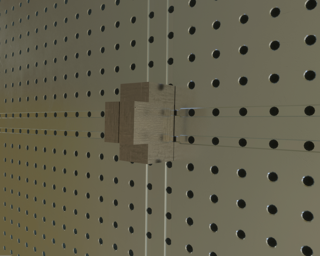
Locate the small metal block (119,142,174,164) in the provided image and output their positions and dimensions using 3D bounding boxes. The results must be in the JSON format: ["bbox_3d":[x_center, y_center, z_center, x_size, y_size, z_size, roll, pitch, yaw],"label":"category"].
[{"bbox_3d":[-0.017,0.030,0.408,0.050,0.050,0.025,2,91,40],"label":"small metal block"}]

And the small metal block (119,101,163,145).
[{"bbox_3d":[-0.022,-0.006,0.380,0.025,0.050,0.050,3,92,41],"label":"small metal block"}]

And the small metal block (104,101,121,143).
[{"bbox_3d":[-0.043,-0.007,0.396,0.025,0.050,0.050,2,92,40],"label":"small metal block"}]

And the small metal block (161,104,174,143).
[{"bbox_3d":[-0.009,-0.007,0.417,0.050,0.025,0.050,2,92,41],"label":"small metal block"}]

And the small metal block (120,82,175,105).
[{"bbox_3d":[-0.016,-0.044,0.407,0.050,0.050,0.025,3,92,40],"label":"small metal block"}]
